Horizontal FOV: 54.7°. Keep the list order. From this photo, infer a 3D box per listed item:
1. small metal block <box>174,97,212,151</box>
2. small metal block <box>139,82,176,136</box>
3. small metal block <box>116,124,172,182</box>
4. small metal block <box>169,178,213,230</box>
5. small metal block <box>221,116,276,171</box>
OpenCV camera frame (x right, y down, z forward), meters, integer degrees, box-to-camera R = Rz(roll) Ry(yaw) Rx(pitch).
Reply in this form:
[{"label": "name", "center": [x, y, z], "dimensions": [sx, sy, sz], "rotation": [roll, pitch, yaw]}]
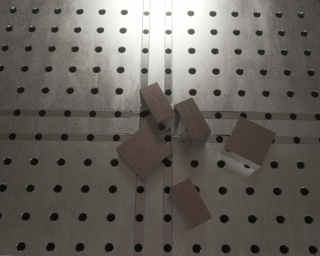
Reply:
[{"label": "small metal block", "center": [0.040, -0.004, 0.400], "dimensions": [0.025, 0.050, 0.050], "rotation": [-24, 72, -9]}, {"label": "small metal block", "center": [-0.003, -0.024, 0.407], "dimensions": [0.025, 0.050, 0.050], "rotation": [-26, 72, -9]}, {"label": "small metal block", "center": [-0.020, 0.032, 0.400], "dimensions": [0.050, 0.025, 0.050], "rotation": [-40, 75, -14]}, {"label": "small metal block", "center": [0.034, 0.091, 0.366], "dimensions": [0.025, 0.050, 0.050], "rotation": [-27, 73, -9]}, {"label": "small metal block", "center": [0.115, 0.020, 0.406], "dimensions": [0.050, 0.025, 0.050], "rotation": [27, 72, 9]}]
